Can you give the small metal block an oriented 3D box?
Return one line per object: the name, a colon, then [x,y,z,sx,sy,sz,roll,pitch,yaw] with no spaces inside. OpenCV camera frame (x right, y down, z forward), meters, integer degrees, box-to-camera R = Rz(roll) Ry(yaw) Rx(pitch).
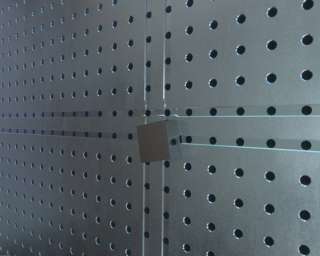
small metal block: [-0.001,0.018,0.409,0.050,0.025,0.050,-12,82,39]
